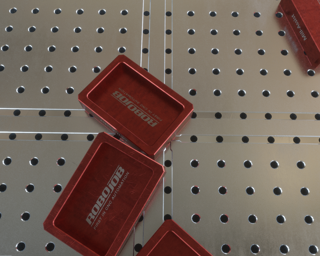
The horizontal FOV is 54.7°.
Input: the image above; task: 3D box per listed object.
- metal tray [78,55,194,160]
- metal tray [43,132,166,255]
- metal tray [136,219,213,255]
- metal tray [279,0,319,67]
[{"bbox_3d":[-0.032,-0.029,0.419,0.130,0.030,0.090,37,74,12],"label":"metal tray"},{"bbox_3d":[-0.063,0.081,0.365,0.090,0.030,0.130,29,84,10],"label":"metal tray"},{"bbox_3d":[0.001,0.180,0.343,0.090,0.030,0.130,40,74,13],"label":"metal tray"},{"bbox_3d":[0.253,-0.164,0.472,0.091,0.030,0.130,-15,71,-6],"label":"metal tray"}]
